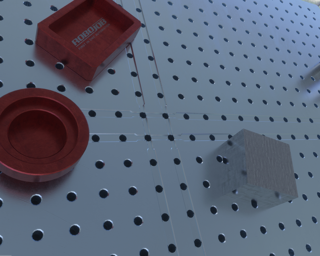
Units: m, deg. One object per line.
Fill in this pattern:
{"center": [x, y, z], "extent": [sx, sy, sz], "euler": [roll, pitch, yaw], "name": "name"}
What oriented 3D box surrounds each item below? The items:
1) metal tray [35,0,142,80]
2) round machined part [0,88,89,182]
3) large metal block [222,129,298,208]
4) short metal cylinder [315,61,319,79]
{"center": [-0.095, -0.136, 0.435], "extent": [0.090, 0.030, 0.130], "euler": [36, 51, -4], "name": "metal tray"}
{"center": [-0.127, 0.010, 0.322], "extent": [0.099, 0.042, 0.098], "euler": [14, 56, -21], "name": "round machined part"}
{"center": [0.136, 0.057, 0.430], "extent": [0.081, 0.050, 0.080], "euler": [18, 55, -18], "name": "large metal block"}
{"center": [0.391, -0.128, 0.681], "extent": [0.081, 0.050, 0.080], "euler": [14, 56, -21], "name": "short metal cylinder"}
